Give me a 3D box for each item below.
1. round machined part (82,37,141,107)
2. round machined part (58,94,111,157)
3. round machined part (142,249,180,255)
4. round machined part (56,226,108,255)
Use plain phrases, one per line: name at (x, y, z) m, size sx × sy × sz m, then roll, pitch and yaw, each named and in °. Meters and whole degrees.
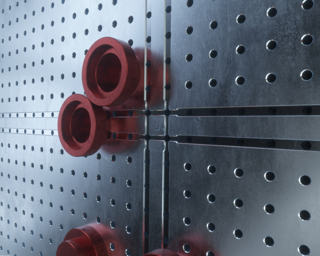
round machined part at (-0.067, -0.079, 0.451) m, size 0.098 × 0.042 × 0.097 m, roll 0°, pitch 90°, yaw 39°
round machined part at (-0.117, -0.004, 0.492) m, size 0.098 × 0.042 × 0.097 m, roll 0°, pitch 90°, yaw 39°
round machined part at (0.012, 0.201, 0.387) m, size 0.098 × 0.042 × 0.097 m, roll 0°, pitch 90°, yaw 39°
round machined part at (-0.133, 0.214, 0.505) m, size 0.098 × 0.042 × 0.097 m, roll 0°, pitch 90°, yaw 39°
